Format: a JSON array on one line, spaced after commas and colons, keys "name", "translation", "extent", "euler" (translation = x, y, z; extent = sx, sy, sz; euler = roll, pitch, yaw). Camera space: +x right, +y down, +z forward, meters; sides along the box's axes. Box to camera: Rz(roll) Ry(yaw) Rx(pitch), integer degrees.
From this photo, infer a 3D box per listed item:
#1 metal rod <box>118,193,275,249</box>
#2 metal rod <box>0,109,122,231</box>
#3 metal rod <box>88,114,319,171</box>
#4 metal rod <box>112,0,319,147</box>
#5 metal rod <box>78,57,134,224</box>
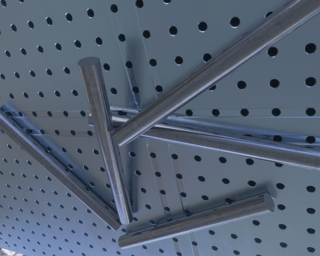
[{"name": "metal rod", "translation": [0.036, 0.153, 0.485], "extent": [0.299, 0.025, 0.025], "euler": [-30, 102, 37]}, {"name": "metal rod", "translation": [-0.183, 0.074, 0.550], "extent": [0.300, 0.025, 0.025], "euler": [43, 129, -2]}, {"name": "metal rod", "translation": [0.040, 0.011, 0.395], "extent": [0.301, 0.025, 0.025], "euler": [10, 123, 22]}, {"name": "metal rod", "translation": [0.052, -0.056, 0.330], "extent": [0.299, 0.025, 0.025], "euler": [-34, 100, 32]}, {"name": "metal rod", "translation": [-0.070, 0.041, 0.445], "extent": [0.025, 0.025, 0.298], "euler": [12, 132, 21]}]
